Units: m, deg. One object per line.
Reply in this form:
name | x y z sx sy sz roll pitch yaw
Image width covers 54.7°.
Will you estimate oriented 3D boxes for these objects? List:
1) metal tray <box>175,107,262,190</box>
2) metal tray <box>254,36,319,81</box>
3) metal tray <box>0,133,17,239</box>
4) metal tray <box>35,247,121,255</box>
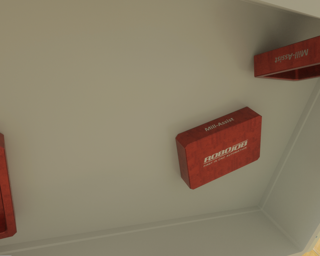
metal tray | 0.093 0.031 0.475 0.131 0.030 0.089 -21 127 -16
metal tray | 0.198 -0.087 0.396 0.091 0.130 0.030 0 89 -28
metal tray | -0.211 0.071 0.333 0.091 0.030 0.129 -7 122 -25
metal tray | -0.133 0.227 0.475 0.131 0.030 0.089 14 112 -34
